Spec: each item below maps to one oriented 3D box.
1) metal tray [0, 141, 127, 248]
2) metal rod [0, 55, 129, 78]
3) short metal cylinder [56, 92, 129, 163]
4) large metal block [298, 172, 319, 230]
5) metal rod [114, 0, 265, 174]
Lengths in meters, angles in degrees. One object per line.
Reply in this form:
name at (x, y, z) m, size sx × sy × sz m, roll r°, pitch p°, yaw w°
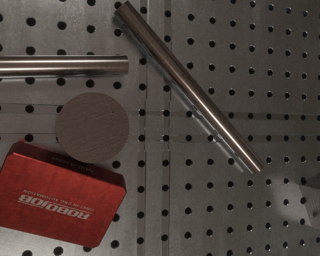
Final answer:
metal tray at (-0.115, 0.079, 0.351) m, size 0.131 × 0.030 × 0.089 m, roll 22°, pitch 105°, yaw -19°
metal rod at (-0.184, -0.068, 0.344) m, size 0.303 × 0.025 × 0.025 m, roll -5°, pitch 92°, yaw -20°
short metal cylinder at (-0.082, -0.001, 0.370) m, size 0.081 × 0.050 × 0.079 m, roll 0°, pitch 90°, yaw -20°
large metal block at (0.279, 0.122, 0.489) m, size 0.050 × 0.080 × 0.080 m, roll -23°, pitch 98°, yaw -19°
metal rod at (0.049, -0.047, 0.431) m, size 0.025 × 0.025 × 0.300 m, roll -46°, pitch 105°, yaw -14°
